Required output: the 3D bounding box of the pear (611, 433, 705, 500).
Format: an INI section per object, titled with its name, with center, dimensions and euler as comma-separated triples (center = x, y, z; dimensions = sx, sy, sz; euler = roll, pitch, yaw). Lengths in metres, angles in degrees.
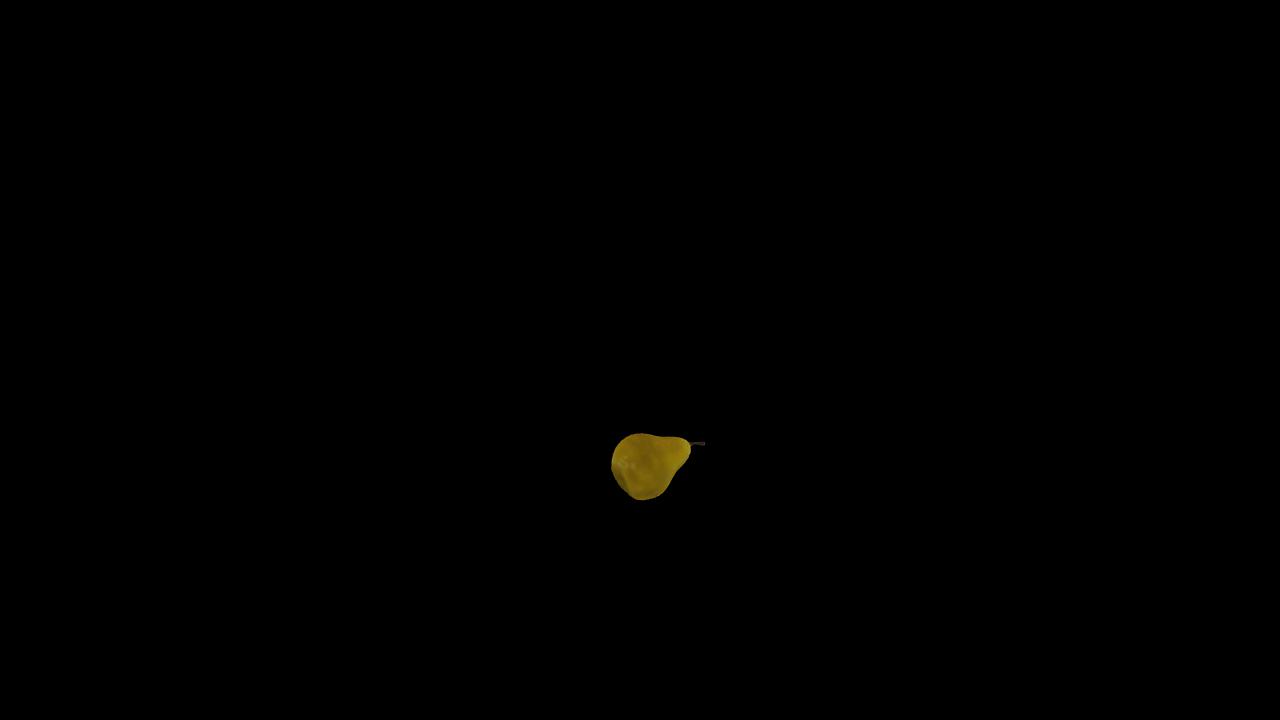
[pear]
center = 0.022, 0.114, 0.731
dimensions = 0.111, 0.080, 0.080
euler = -30, 13, -23
